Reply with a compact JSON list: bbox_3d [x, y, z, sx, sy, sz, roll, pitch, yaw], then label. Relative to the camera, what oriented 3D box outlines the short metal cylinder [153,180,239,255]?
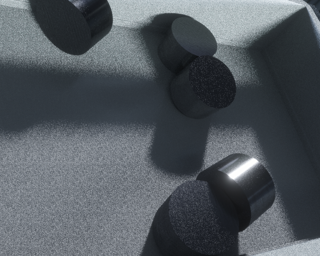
[{"bbox_3d":[0.038,0.105,0.341,0.081,0.050,0.080,12,51,-15],"label":"short metal cylinder"}]

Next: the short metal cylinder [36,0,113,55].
[{"bbox_3d":[-0.109,-0.142,0.399,0.080,0.080,0.050,37,51,-4],"label":"short metal cylinder"}]

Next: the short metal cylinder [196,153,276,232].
[{"bbox_3d":[0.089,0.077,0.374,0.050,0.080,0.080,-23,74,-37],"label":"short metal cylinder"}]

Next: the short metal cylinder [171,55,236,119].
[{"bbox_3d":[0.063,-0.058,0.451,0.081,0.050,0.080,9,70,-26],"label":"short metal cylinder"}]

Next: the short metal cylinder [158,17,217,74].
[{"bbox_3d":[0.043,-0.128,0.493,0.081,0.050,0.080,14,56,-21],"label":"short metal cylinder"}]
